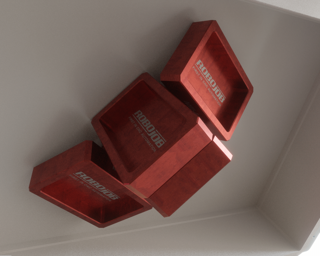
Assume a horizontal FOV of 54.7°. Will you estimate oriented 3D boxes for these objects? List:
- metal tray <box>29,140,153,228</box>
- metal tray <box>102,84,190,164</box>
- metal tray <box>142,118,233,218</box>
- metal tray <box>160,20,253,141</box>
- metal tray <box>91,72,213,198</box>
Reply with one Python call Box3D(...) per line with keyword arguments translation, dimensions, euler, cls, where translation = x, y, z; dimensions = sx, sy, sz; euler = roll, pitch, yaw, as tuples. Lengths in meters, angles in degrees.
Box3D(translation=(-0.080, 0.076, 0.385), dimensions=(0.090, 0.030, 0.130), euler=(-27, 133, 19), cls="metal tray")
Box3D(translation=(0.000, 0.014, 0.413), dimensions=(0.130, 0.030, 0.090), euler=(-43, 130, 1), cls="metal tray")
Box3D(translation=(0.017, 0.035, 0.355), dimensions=(0.090, 0.130, 0.030), euler=(-42, 106, 0), cls="metal tray")
Box3D(translation=(0.065, -0.054, 0.384), dimensions=(0.130, 0.030, 0.090), euler=(46, 66, -39), cls="metal tray")
Box3D(translation=(-0.016, 0.000, 0.329), dimensions=(0.090, 0.130, 0.030), euler=(-42, 129, 1), cls="metal tray")
